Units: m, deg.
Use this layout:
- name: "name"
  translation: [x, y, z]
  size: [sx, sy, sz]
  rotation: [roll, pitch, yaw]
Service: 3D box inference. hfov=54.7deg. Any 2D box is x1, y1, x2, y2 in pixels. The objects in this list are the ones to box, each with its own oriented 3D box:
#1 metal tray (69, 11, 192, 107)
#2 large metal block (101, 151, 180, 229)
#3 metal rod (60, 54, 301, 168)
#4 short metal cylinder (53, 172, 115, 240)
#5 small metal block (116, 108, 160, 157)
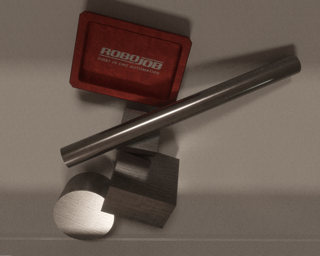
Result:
- name: "metal tray"
  translation: [-0.036, -0.081, 0.378]
  size: [0.131, 0.030, 0.089]
  rotation: [13, 110, -5]
- name: "large metal block"
  translation: [-0.023, 0.073, 0.402]
  size: [0.080, 0.080, 0.050]
  rotation: [18, 127, -7]
- name: "metal rod"
  translation: [0.029, -0.022, 0.373]
  size: [0.302, 0.025, 0.025]
  rotation: [-22, 109, -5]
- name: "short metal cylinder"
  translation: [-0.102, 0.109, 0.437]
  size: [0.081, 0.050, 0.079]
  rotation: [0, 110, -1]
- name: "small metal block"
  translation: [-0.026, 0.006, 0.399]
  size: [0.050, 0.025, 0.050]
  rotation: [12, 68, -5]
